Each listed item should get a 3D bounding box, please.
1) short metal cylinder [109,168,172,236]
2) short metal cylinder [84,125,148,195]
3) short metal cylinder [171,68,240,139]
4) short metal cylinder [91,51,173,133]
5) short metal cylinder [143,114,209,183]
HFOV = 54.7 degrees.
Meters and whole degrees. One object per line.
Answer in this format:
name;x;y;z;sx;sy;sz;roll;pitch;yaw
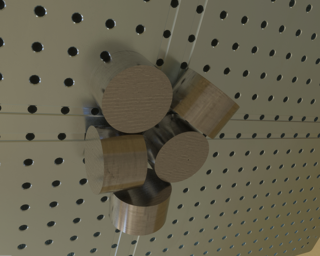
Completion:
short metal cylinder;-0.027;0.097;0.420;0.081;0.080;0.050;-6;122;-25
short metal cylinder;-0.055;0.036;0.369;0.050;0.080;0.079;-3;120;-28
short metal cylinder;0.051;-0.030;0.384;0.080;0.080;0.050;32;100;-38
short metal cylinder;-0.033;-0.041;0.351;0.081;0.050;0.079;-13;124;-20
short metal cylinder;0.019;0.027;0.422;0.081;0.050;0.079;-14;125;-21
